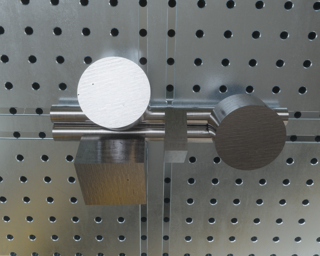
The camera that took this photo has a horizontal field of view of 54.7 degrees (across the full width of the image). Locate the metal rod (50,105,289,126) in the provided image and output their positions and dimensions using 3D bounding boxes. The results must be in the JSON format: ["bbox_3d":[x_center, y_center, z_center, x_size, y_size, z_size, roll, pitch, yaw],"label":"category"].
[{"bbox_3d":[0.013,-0.017,0.404,0.302,0.025,0.025,1,110,-1],"label":"metal rod"}]

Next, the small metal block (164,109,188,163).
[{"bbox_3d":[0.018,0.011,0.370,0.025,0.050,0.050,1,68,-1],"label":"small metal block"}]

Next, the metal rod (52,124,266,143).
[{"bbox_3d":[0.012,0.007,0.412,0.302,0.025,0.025,1,110,-1],"label":"metal rod"}]

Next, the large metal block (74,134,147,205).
[{"bbox_3d":[-0.059,0.055,0.401,0.081,0.050,0.079,-1,130,0],"label":"large metal block"}]

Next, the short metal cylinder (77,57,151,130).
[{"bbox_3d":[-0.051,-0.038,0.366,0.081,0.050,0.080,0,86,-1],"label":"short metal cylinder"}]

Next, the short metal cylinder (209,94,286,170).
[{"bbox_3d":[0.102,0.004,0.372,0.081,0.050,0.079,0,110,0],"label":"short metal cylinder"}]
